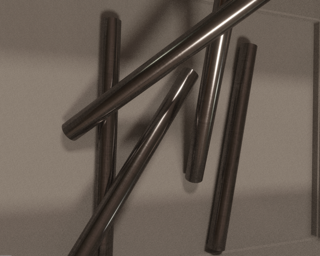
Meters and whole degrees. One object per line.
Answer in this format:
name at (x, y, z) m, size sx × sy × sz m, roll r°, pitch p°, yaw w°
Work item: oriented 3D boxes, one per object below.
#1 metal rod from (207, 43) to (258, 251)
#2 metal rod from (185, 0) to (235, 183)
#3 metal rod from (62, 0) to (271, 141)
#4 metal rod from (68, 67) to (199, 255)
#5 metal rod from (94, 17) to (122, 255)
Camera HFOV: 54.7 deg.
metal rod at (0.106, 0.025, 0.451) m, size 0.025 × 0.025 × 0.298 m, roll 11°, pitch 86°, yaw -20°
metal rod at (0.063, -0.064, 0.368) m, size 0.025 × 0.025 × 0.298 m, roll -4°, pitch 117°, yaw -20°
metal rod at (0.011, -0.076, 0.334) m, size 0.300 × 0.025 × 0.025 m, roll -34°, pitch 104°, yaw 15°
metal rod at (-0.031, 0.047, 0.379) m, size 0.025 × 0.025 × 0.300 m, roll 37°, pitch 70°, yaw -17°
metal rod at (-0.066, 0.014, 0.386) m, size 0.025 × 0.025 × 0.298 m, roll 2°, pitch 89°, yaw -20°
